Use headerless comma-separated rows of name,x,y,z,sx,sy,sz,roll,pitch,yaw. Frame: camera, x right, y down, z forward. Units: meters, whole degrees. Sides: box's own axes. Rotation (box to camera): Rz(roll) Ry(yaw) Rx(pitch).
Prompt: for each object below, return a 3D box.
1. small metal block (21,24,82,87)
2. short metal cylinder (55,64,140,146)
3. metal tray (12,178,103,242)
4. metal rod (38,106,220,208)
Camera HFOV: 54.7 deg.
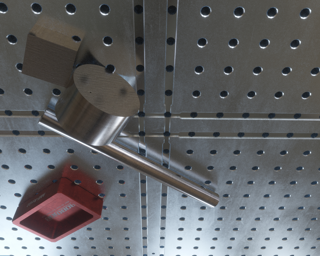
small metal block,-0.120,-0.079,0.343,0.050,0.025,0.050,18,128,-15
short metal cylinder,-0.070,-0.026,0.352,0.080,0.080,0.050,27,125,-21
metal tray,-0.173,0.144,0.527,0.130,0.030,0.090,-33,123,24
metal rod,-0.030,0.052,0.455,0.301,0.025,0.025,30,124,-24
